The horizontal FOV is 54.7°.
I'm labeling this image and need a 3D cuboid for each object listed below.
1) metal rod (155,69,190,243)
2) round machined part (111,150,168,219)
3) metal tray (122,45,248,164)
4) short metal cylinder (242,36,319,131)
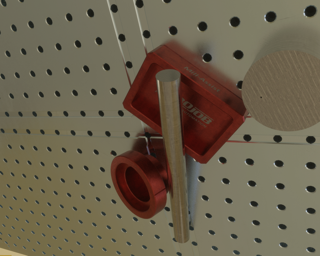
[{"bbox_3d":[0.022,0.061,0.404,0.025,0.025,0.298,12,133,21],"label":"metal rod"},{"bbox_3d":[-0.024,0.077,0.445,0.098,0.042,0.097,26,128,39],"label":"round machined part"},{"bbox_3d":[0.028,-0.026,0.375,0.130,0.030,0.089,36,129,3],"label":"metal tray"},{"bbox_3d":[0.125,-0.044,0.302,0.080,0.050,0.079,13,124,20],"label":"short metal cylinder"}]
